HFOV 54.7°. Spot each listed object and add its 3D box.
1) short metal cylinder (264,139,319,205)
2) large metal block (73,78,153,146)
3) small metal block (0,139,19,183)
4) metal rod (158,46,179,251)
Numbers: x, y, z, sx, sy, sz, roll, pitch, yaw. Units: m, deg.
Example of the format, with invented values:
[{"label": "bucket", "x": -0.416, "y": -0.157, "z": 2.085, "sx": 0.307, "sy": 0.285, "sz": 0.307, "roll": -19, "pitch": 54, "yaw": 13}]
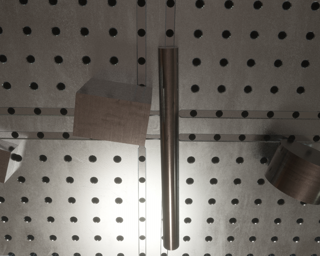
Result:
[{"label": "short metal cylinder", "x": 0.187, "y": 0.056, "z": 0.407, "sx": 0.080, "sy": 0.080, "sz": 0.050, "roll": 17, "pitch": 109, "yaw": -7}, {"label": "large metal block", "x": -0.053, "y": -0.022, "z": 0.375, "sx": 0.081, "sy": 0.080, "sz": 0.050, "roll": 9, "pitch": 110, "yaw": -4}, {"label": "small metal block", "x": -0.229, "y": 0.042, "z": 0.426, "sx": 0.050, "sy": 0.025, "sz": 0.050, "roll": 19, "pitch": 109, "yaw": -7}, {"label": "metal rod", "x": 0.014, "y": 0.042, "z": 0.428, "sx": 0.025, "sy": 0.025, "sz": 0.298, "roll": -2, "pitch": 110, "yaw": 0}]
